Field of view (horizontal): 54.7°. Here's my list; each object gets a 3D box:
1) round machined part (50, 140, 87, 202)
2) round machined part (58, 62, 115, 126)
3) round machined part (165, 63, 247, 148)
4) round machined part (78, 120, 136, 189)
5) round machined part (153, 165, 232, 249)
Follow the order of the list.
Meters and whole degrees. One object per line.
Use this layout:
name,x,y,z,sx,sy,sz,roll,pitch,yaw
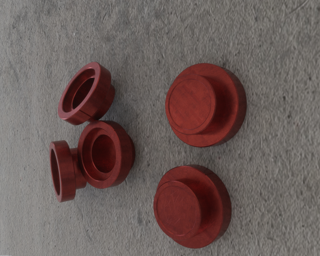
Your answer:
round machined part,-0.148,0.067,0.502,0.098,0.042,0.097,24,117,59
round machined part,-0.105,-0.047,0.464,0.098,0.042,0.098,-27,46,32
round machined part,0.045,-0.026,0.357,0.098,0.042,0.097,0,90,40
round machined part,-0.075,0.037,0.456,0.098,0.042,0.097,0,90,40
round machined part,0.031,0.094,0.369,0.098,0.042,0.097,0,90,40
